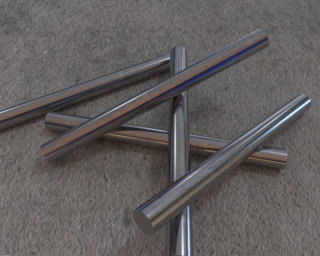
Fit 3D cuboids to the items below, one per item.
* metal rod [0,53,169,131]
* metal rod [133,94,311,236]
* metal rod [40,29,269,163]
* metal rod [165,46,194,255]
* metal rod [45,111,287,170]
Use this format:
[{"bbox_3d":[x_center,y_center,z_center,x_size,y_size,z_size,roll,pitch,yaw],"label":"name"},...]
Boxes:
[{"bbox_3d":[-0.099,-0.058,0.450,0.302,0.025,0.025,-23,54,-18],"label":"metal rod"},{"bbox_3d":[0.093,0.021,0.345,0.302,0.025,0.025,-28,55,-37],"label":"metal rod"},{"bbox_3d":[-0.004,-0.040,0.379,0.301,0.025,0.025,-28,54,-3],"label":"metal rod"},{"bbox_3d":[0.022,0.001,0.368,0.025,0.025,0.300,2,50,1],"label":"metal rod"},{"bbox_3d":[0.001,0.014,0.391,0.301,0.025,0.025,9,51,7],"label":"metal rod"}]
